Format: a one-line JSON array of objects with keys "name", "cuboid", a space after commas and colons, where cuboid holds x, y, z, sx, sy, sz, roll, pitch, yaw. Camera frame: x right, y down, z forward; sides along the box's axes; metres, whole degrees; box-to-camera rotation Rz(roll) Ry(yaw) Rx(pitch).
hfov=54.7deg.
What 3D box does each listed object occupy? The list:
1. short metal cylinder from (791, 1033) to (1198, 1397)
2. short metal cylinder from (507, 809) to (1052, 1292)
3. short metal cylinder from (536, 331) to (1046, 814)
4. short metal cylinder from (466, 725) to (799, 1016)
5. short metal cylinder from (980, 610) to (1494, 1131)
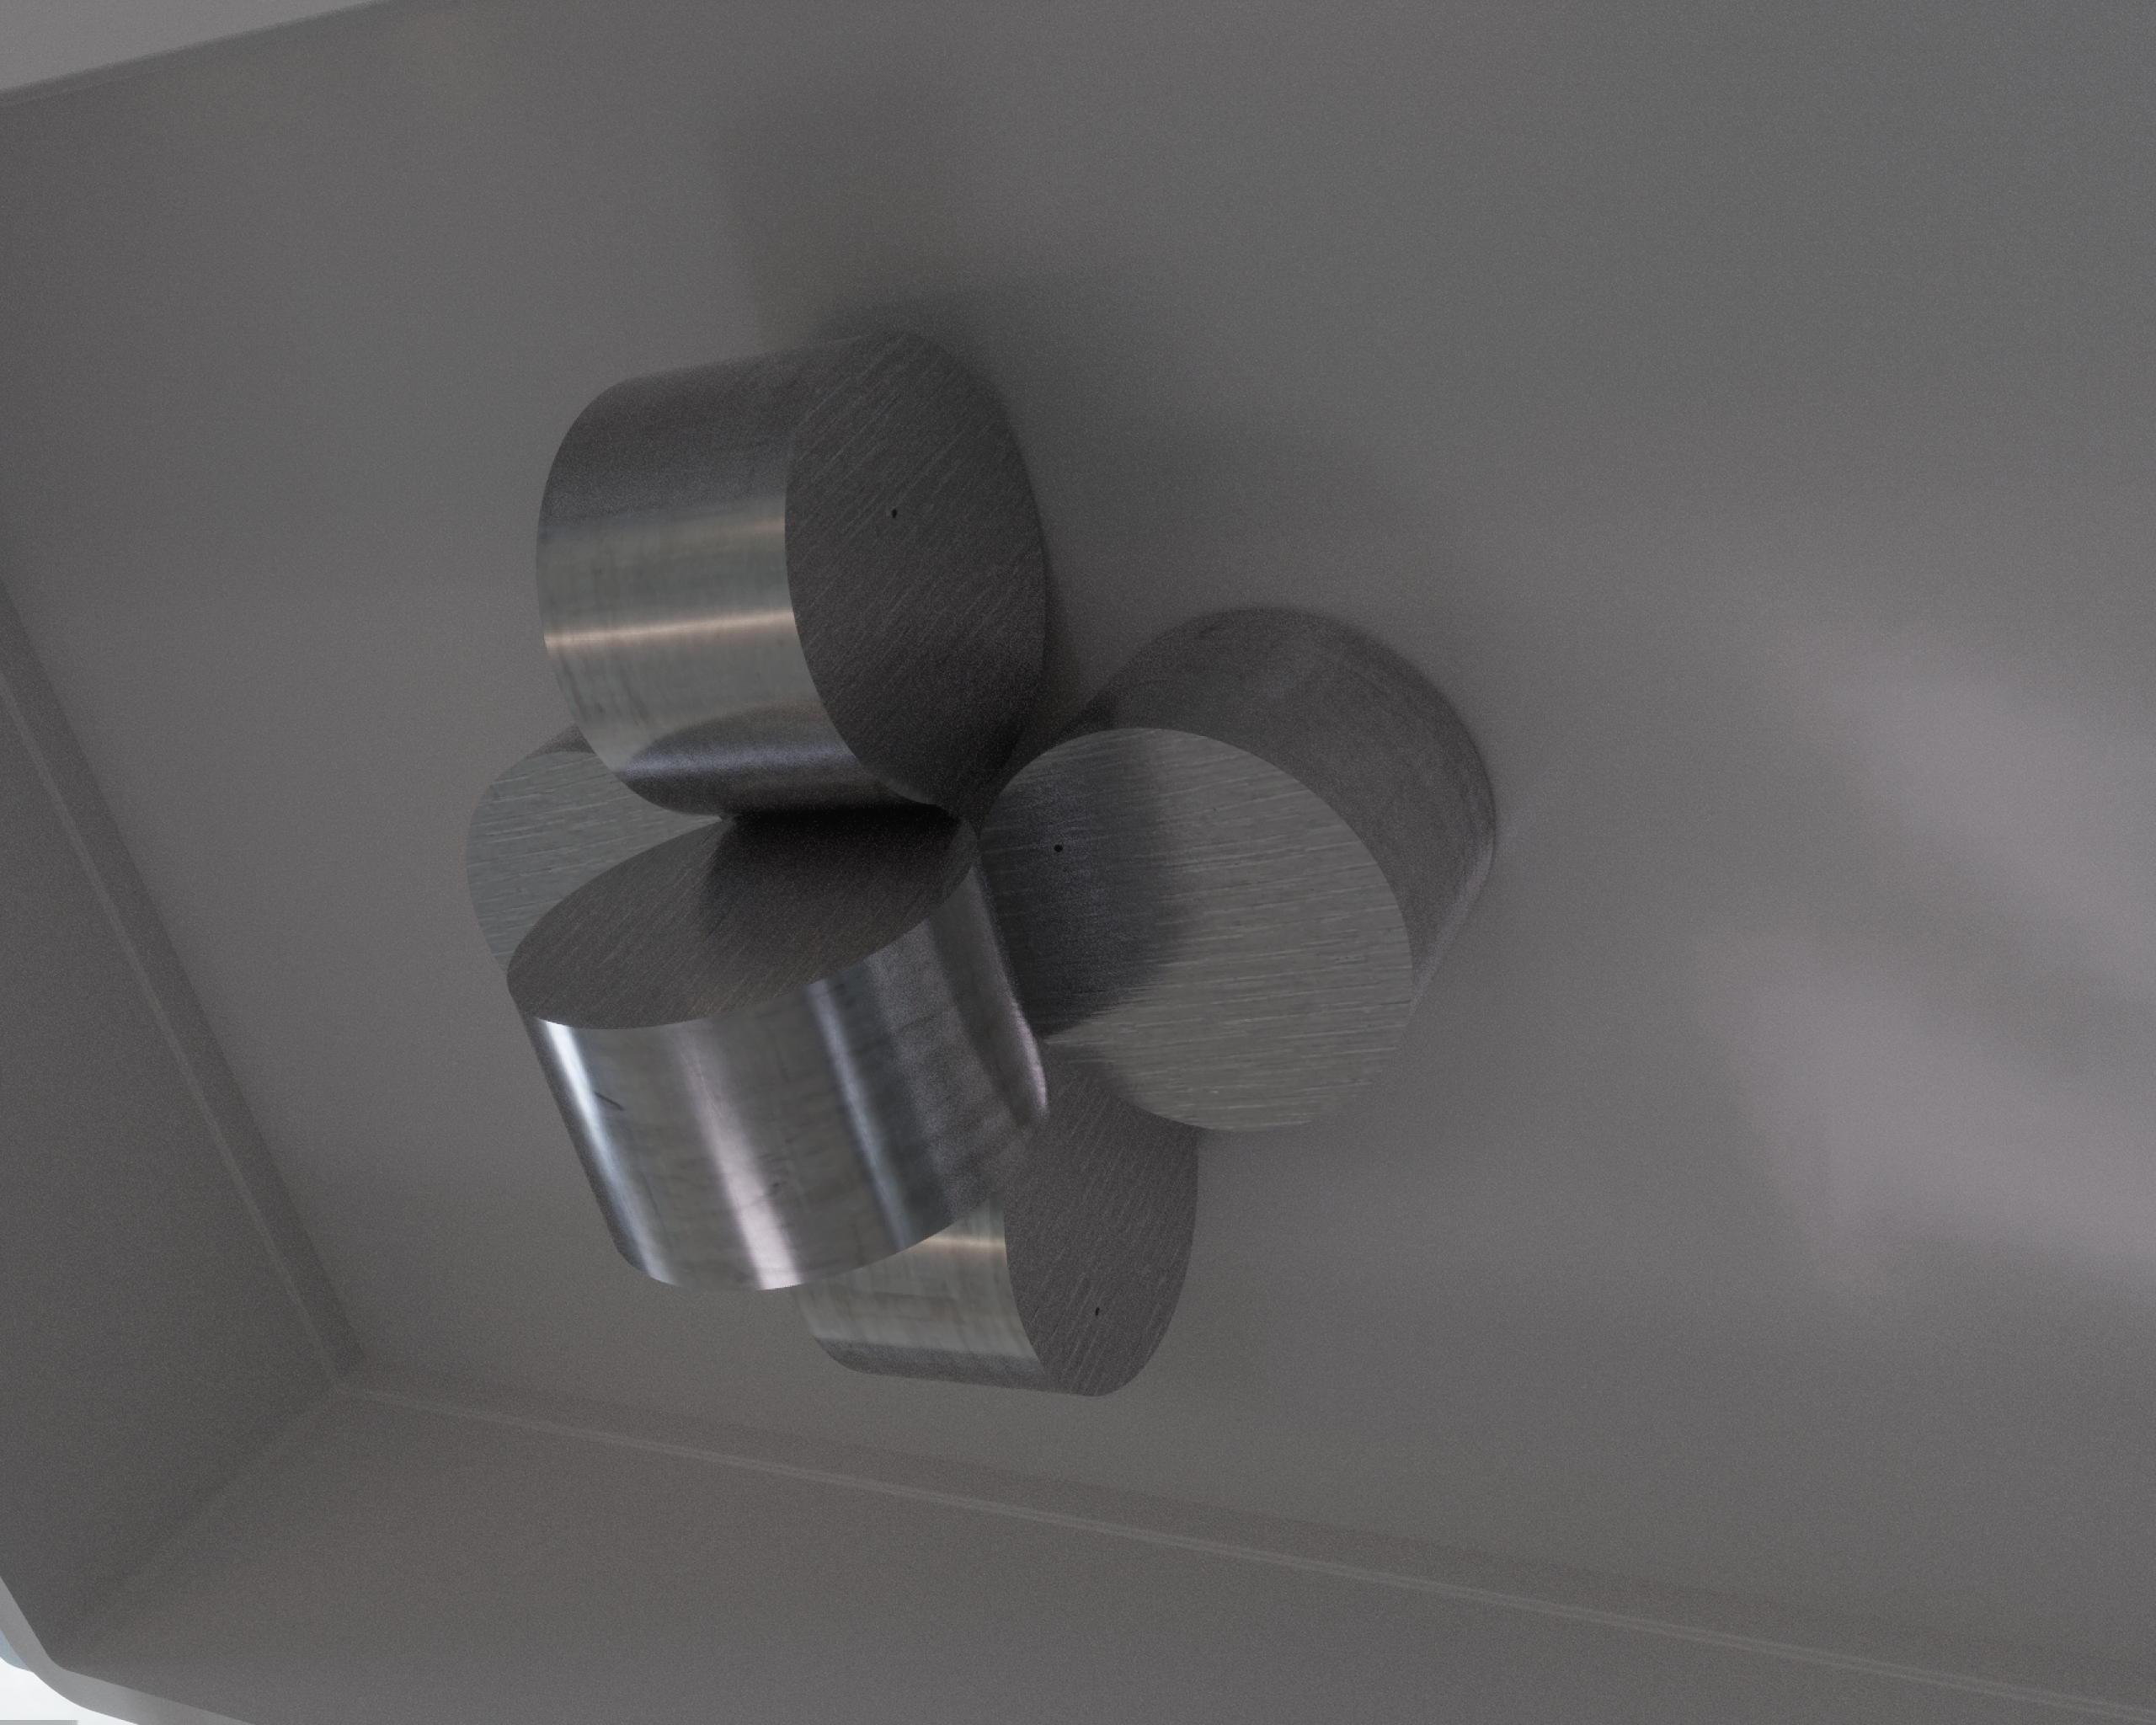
[{"name": "short metal cylinder", "cuboid": [-0.016, 0.064, 0.419, 0.050, 0.080, 0.080, -2, 117, 29]}, {"name": "short metal cylinder", "cuboid": [-0.050, 0.028, 0.358, 0.080, 0.080, 0.050, -1, 118, 29]}, {"name": "short metal cylinder", "cuboid": [-0.047, -0.049, 0.365, 0.050, 0.080, 0.080, -2, 117, 29]}, {"name": "short metal cylinder", "cuboid": [-0.078, 0.002, 0.432, 0.080, 0.050, 0.079, 13, 124, 21]}, {"name": "short metal cylinder", "cuboid": [0.029, 0.001, 0.375, 0.080, 0.050, 0.079, 13, 124, 21]}]
